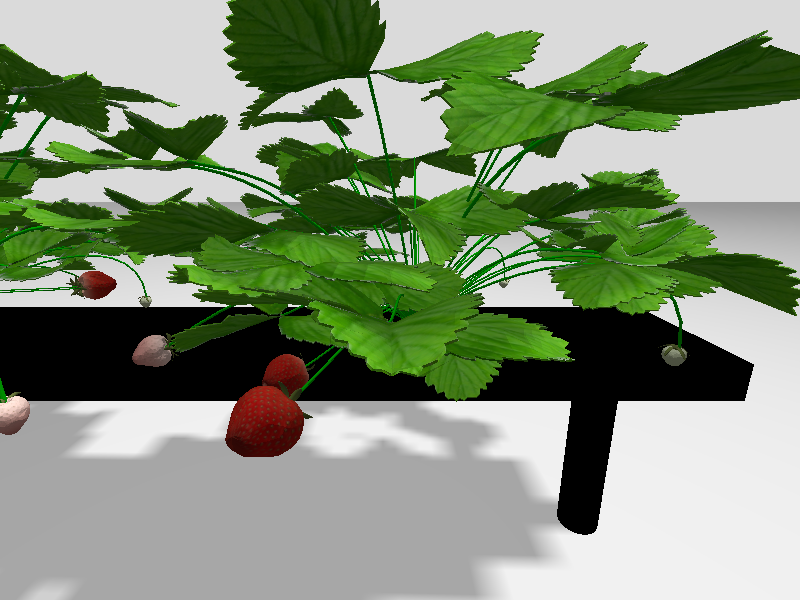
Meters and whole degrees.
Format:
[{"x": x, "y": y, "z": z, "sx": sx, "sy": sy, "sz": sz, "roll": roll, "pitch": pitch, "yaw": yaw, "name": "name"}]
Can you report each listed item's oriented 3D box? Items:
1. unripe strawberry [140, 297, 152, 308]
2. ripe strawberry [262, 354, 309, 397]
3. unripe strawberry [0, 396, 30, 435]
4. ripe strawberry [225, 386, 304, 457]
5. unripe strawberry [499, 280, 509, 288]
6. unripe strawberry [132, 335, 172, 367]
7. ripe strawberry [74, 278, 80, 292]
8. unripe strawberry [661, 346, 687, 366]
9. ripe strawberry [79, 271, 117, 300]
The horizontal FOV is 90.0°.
[{"x": -0.271, "y": 0.003, "z": 0.428, "sx": 0.011, "sy": 0.012, "sz": 0.011, "roll": -6, "pitch": 17, "yaw": -20, "name": "unripe strawberry"}, {"x": -0.072, "y": 0.048, "z": 0.247, "sx": 0.026, "sy": 0.027, "sz": 0.028, "roll": 11, "pitch": 19, "yaw": 33, "name": "ripe strawberry"}, {"x": -0.208, "y": 0.062, "z": 0.212, "sx": 0.019, "sy": 0.020, "sz": 0.018, "roll": 11, "pitch": 19, "yaw": 34, "name": "unripe strawberry"}, {"x": -0.066, "y": 0.059, "z": 0.192, "sx": 0.036, "sy": 0.031, "sz": 0.036, "roll": 7, "pitch": 18, "yaw": 23, "name": "ripe strawberry"}, {"x": 0.127, "y": -0.020, "z": 0.490, "sx": 0.011, "sy": 0.011, "sz": 0.010, "roll": 13, "pitch": 21, "yaw": 40, "name": "unripe strawberry"}, {"x": -0.178, "y": 0.037, "z": 0.286, "sx": 0.024, "sy": 0.023, "sz": 0.026, "roll": -18, "pitch": 21, "yaw": -19, "name": "unripe strawberry"}, {"x": -0.380, "y": -0.019, "z": 0.488, "sx": 0.027, "sy": 0.023, "sz": 0.027, "roll": 7, "pitch": 16, "yaw": 23, "name": "ripe strawberry"}, {"x": 0.191, "y": 0.039, "z": 0.279, "sx": 0.015, "sy": 0.014, "sz": 0.013, "roll": 8, "pitch": 18, "yaw": 26, "name": "unripe strawberry"}, {"x": -0.349, "y": -0.018, "z": 0.464, "sx": 0.037, "sy": 0.033, "sz": 0.034, "roll": 13, "pitch": 19, "yaw": 38, "name": "ripe strawberry"}]
